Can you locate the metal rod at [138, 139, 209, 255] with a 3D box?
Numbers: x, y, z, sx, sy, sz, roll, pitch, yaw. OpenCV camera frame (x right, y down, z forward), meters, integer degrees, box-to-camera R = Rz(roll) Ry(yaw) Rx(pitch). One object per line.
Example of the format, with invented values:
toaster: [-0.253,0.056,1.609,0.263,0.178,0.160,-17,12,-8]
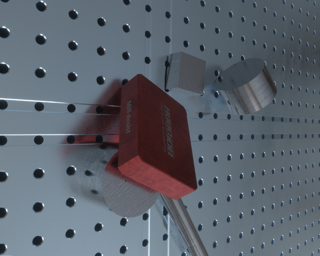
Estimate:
metal rod: [0.037,0.143,0.440,0.025,0.025,0.299,-39,114,-33]

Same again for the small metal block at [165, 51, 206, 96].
small metal block: [0.037,-0.075,0.440,0.050,0.025,0.050,10,84,-40]

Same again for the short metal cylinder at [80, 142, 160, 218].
short metal cylinder: [-0.043,0.057,0.357,0.081,0.050,0.079,0,91,-40]

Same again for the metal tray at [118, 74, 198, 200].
metal tray: [-0.003,0.008,0.361,0.090,0.030,0.130,34,36,-35]

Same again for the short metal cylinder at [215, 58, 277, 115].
short metal cylinder: [0.134,-0.065,0.486,0.080,0.080,0.050,-51,121,-28]
